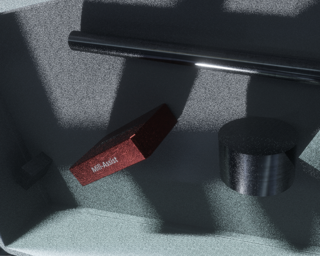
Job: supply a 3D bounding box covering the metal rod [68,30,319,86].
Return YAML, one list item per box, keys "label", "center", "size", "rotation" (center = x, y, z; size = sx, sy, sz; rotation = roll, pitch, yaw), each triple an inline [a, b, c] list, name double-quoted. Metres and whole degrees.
- label: "metal rod"
  center: [0.029, -0.081, 0.342]
  size: [0.301, 0.025, 0.025]
  rotation: [13, 124, 20]

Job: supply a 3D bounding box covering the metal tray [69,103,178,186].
- label: "metal tray"
  center: [-0.048, 0.022, 0.404]
  size: [0.130, 0.090, 0.030]
  rotation: [-27, 104, 37]

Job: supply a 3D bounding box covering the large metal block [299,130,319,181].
- label: "large metal block"
  center: [0.179, 0.037, 0.278]
  size: [0.080, 0.080, 0.050]
  rotation: [38, 94, 31]

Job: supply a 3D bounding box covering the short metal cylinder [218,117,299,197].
- label: "short metal cylinder"
  center: [0.104, 0.028, 0.335]
  size: [0.080, 0.080, 0.050]
  rotation: [6, 121, 24]

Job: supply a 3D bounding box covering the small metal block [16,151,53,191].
- label: "small metal block"
  center: [-0.226, 0.077, 0.556]
  size: [0.025, 0.050, 0.050]
  rotation: [39, 129, 1]
